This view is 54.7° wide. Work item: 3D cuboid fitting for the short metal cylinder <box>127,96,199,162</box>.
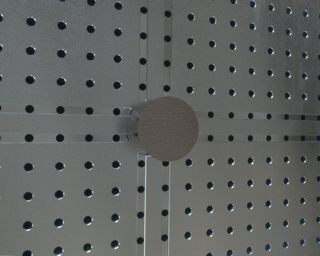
[{"bbox_3d":[0.003,0.001,0.401,0.081,0.050,0.079,0,90,-21],"label":"short metal cylinder"}]
